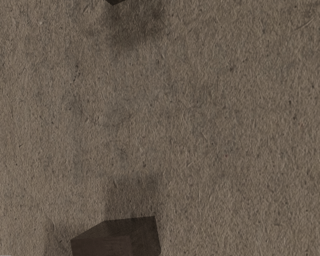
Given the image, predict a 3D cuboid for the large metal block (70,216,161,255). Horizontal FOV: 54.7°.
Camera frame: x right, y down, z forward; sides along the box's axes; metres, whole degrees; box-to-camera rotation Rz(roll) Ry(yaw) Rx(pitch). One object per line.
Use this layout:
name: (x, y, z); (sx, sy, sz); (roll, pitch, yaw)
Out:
large metal block: (-0.053, 0.152, 0.398); (0.080, 0.080, 0.050); (-11, 87, 19)

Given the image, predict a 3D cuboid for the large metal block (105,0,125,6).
large metal block: (-0.051, -0.209, 0.397); (0.080, 0.080, 0.050); (-15, 85, 19)
